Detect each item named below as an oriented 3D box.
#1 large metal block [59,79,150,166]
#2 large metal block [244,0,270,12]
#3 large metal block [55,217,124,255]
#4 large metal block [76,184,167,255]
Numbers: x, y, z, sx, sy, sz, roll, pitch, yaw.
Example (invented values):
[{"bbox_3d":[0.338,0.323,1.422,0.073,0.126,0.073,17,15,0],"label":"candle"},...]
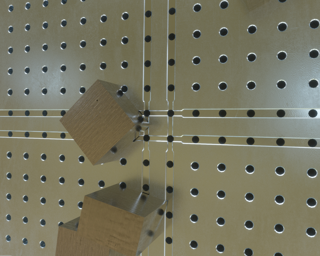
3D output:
[{"bbox_3d":[-0.075,-0.007,0.426,0.080,0.050,0.080,-43,77,15],"label":"large metal block"},{"bbox_3d":[0.122,-0.197,0.356,0.080,0.050,0.080,-25,82,18],"label":"large metal block"},{"bbox_3d":[-0.097,0.179,0.434,0.080,0.050,0.080,8,93,20],"label":"large metal block"},{"bbox_3d":[-0.046,0.115,0.400,0.080,0.080,0.050,15,95,19],"label":"large metal block"}]
